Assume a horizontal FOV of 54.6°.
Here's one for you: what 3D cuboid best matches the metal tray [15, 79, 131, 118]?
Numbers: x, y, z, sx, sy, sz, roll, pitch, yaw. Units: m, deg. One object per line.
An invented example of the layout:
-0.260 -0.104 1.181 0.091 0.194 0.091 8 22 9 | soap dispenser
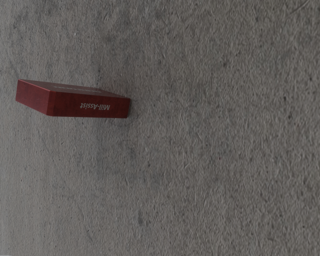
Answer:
-0.118 -0.040 0.435 0.090 0.131 0.030 20 103 38 | metal tray
